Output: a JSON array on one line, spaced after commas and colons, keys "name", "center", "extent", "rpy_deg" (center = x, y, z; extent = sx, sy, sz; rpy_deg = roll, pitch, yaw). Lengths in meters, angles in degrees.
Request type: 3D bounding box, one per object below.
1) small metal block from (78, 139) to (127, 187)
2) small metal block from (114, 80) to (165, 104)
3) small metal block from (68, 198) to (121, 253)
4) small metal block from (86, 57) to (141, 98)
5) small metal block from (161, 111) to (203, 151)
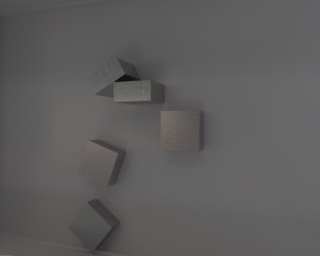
[{"name": "small metal block", "center": [-0.082, 0.049, 0.440], "extent": [0.050, 0.025, 0.050], "rpy_deg": [21, 97, 18]}, {"name": "small metal block", "center": [-0.026, -0.046, 0.406], "extent": [0.050, 0.050, 0.025], "rpy_deg": [-1, 90, 20]}, {"name": "small metal block", "center": [-0.094, 0.139, 0.444], "extent": [0.050, 0.025, 0.050], "rpy_deg": [41, 103, 15]}, {"name": "small metal block", "center": [-0.061, -0.066, 0.419], "extent": [0.050, 0.050, 0.025], "rpy_deg": [-30, 80, 17]}, {"name": "small metal block", "center": [0.029, 0.003, 0.400], "extent": [0.050, 0.025, 0.050], "rpy_deg": [1, 90, 20]}]
